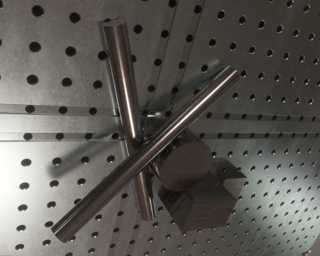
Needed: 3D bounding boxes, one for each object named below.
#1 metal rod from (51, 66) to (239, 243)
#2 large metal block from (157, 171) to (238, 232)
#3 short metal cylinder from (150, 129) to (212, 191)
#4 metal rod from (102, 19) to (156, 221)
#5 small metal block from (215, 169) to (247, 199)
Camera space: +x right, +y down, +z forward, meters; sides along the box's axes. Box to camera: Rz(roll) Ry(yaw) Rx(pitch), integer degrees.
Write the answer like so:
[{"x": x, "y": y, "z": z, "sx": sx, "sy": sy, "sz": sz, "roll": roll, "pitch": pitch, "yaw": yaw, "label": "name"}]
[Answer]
[{"x": -0.010, "y": 0.025, "z": 0.391, "sx": 0.301, "sy": 0.025, "sz": 0.025, "roll": -43, "pitch": 130, "yaw": -12, "label": "metal rod"}, {"x": 0.055, "y": 0.107, "z": 0.474, "sx": 0.081, "sy": 0.080, "sz": 0.050, "roll": 4, "pitch": 116, "yaw": -31, "label": "large metal block"}, {"x": 0.025, "y": 0.041, "z": 0.435, "sx": 0.081, "sy": 0.050, "sz": 0.079, "roll": -15, "pitch": 124, "yaw": -23, "label": "short metal cylinder"}, {"x": -0.033, "y": 0.014, "z": 0.403, "sx": 0.025, "sy": 0.025, "sz": 0.298, "roll": -19, "pitch": 126, "yaw": -18, "label": "metal rod"}, {"x": 0.117, "y": 0.100, "z": 0.540, "sx": 0.050, "sy": 0.025, "sz": 0.050, "roll": 2, "pitch": 117, "yaw": -30, "label": "small metal block"}]
